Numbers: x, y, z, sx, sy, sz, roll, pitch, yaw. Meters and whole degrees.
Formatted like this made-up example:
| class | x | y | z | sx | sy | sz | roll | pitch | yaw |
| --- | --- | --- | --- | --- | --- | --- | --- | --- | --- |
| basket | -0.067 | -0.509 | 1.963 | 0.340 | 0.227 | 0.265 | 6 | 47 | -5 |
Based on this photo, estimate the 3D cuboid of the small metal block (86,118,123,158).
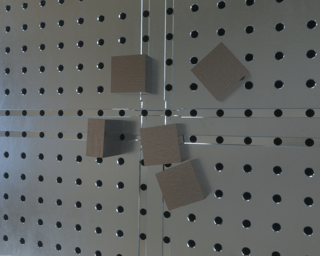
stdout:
| class | x | y | z | sx | sy | sz | roll | pitch | yaw |
| --- | --- | --- | --- | --- | --- | --- | --- | --- | --- |
| small metal block | -0.075 | 0.013 | 0.425 | 0.025 | 0.050 | 0.050 | 4 | 92 | 20 |

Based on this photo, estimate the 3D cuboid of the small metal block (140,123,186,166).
| class | x | y | z | sx | sy | sz | roll | pitch | yaw |
| --- | --- | --- | --- | --- | --- | --- | --- | --- | --- |
| small metal block | 0.004 | 0.022 | 0.410 | 0.050 | 0.025 | 0.050 | -8 | 87 | 19 |

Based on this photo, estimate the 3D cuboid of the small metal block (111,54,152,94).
| class | x | y | z | sx | sy | sz | roll | pitch | yaw |
| --- | --- | --- | --- | --- | --- | --- | --- | --- | --- |
| small metal block | -0.039 | -0.072 | 0.425 | 0.050 | 0.025 | 0.050 | 1 | 90 | 19 |

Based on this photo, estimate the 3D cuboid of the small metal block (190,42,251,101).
| class | x | y | z | sx | sy | sz | roll | pitch | yaw |
| --- | --- | --- | --- | --- | --- | --- | --- | --- | --- |
| small metal block | 0.076 | -0.069 | 0.386 | 0.050 | 0.025 | 0.050 | -41 | 77 | 15 |

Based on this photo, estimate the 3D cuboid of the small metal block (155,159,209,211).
| class | x | y | z | sx | sy | sz | roll | pitch | yaw |
| --- | --- | --- | --- | --- | --- | --- | --- | --- | --- |
| small metal block | 0.029 | 0.073 | 0.402 | 0.050 | 0.025 | 0.050 | -23 | 83 | 18 |
